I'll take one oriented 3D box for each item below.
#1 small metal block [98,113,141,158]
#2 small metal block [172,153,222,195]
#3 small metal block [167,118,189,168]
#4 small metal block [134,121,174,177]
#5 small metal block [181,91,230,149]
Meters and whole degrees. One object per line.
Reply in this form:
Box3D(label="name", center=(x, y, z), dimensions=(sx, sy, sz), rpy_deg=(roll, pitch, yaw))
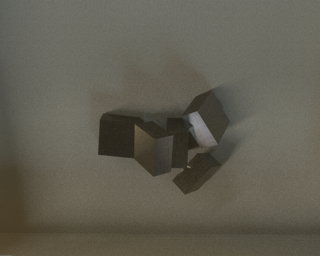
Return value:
Box3D(label="small metal block", center=(-0.054, 0.010, 0.412), dimensions=(0.050, 0.025, 0.050), rpy_deg=(6, 110, -3))
Box3D(label="small metal block", center=(0.051, 0.060, 0.416), dimensions=(0.025, 0.050, 0.050), rpy_deg=(46, 106, 21))
Box3D(label="small metal block", center=(0.022, 0.018, 0.404), dimensions=(0.025, 0.050, 0.050), rpy_deg=(1, 110, -1))
Box3D(label="small metal block", center=(-0.009, 0.025, 0.386), dimensions=(0.025, 0.050, 0.050), rpy_deg=(-11, 117, -30))
Box3D(label="small metal block", center=(0.059, -0.011, 0.390), dimensions=(0.025, 0.050, 0.050), rpy_deg=(-19, 113, 41))
